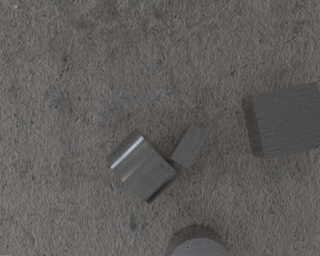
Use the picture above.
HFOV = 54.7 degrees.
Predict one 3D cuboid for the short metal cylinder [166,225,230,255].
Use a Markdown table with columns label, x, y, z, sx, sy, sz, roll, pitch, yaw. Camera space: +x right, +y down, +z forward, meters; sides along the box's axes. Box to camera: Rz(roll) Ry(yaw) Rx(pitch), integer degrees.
| label | x | y | z | sx | sy | sz | roll | pitch | yaw |
| --- | --- | --- | --- | --- | --- | --- | --- | --- | --- |
| short metal cylinder | 0.049 | 0.172 | 0.398 | 0.081 | 0.050 | 0.079 | 0 | 90 | 0 |

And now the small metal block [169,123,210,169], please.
| label | x | y | z | sx | sy | sz | roll | pitch | yaw |
| --- | --- | --- | --- | --- | --- | --- | --- | --- | --- |
| small metal block | 0.036 | 0.022 | 0.398 | 0.025 | 0.050 | 0.050 | 32 | 90 | 0 |

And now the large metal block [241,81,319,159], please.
| label | x | y | z | sx | sy | sz | roll | pitch | yaw |
| --- | --- | --- | --- | --- | --- | --- | --- | --- | --- |
| large metal block | 0.158 | -0.010 | 0.399 | 0.080 | 0.050 | 0.080 | -12 | 90 | 0 |

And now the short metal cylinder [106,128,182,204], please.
| label | x | y | z | sx | sy | sz | roll | pitch | yaw |
| --- | --- | --- | --- | --- | --- | --- | --- | --- | --- |
| short metal cylinder | -0.019 | 0.046 | 0.382 | 0.050 | 0.080 | 0.080 | -44 | 90 | 0 |
